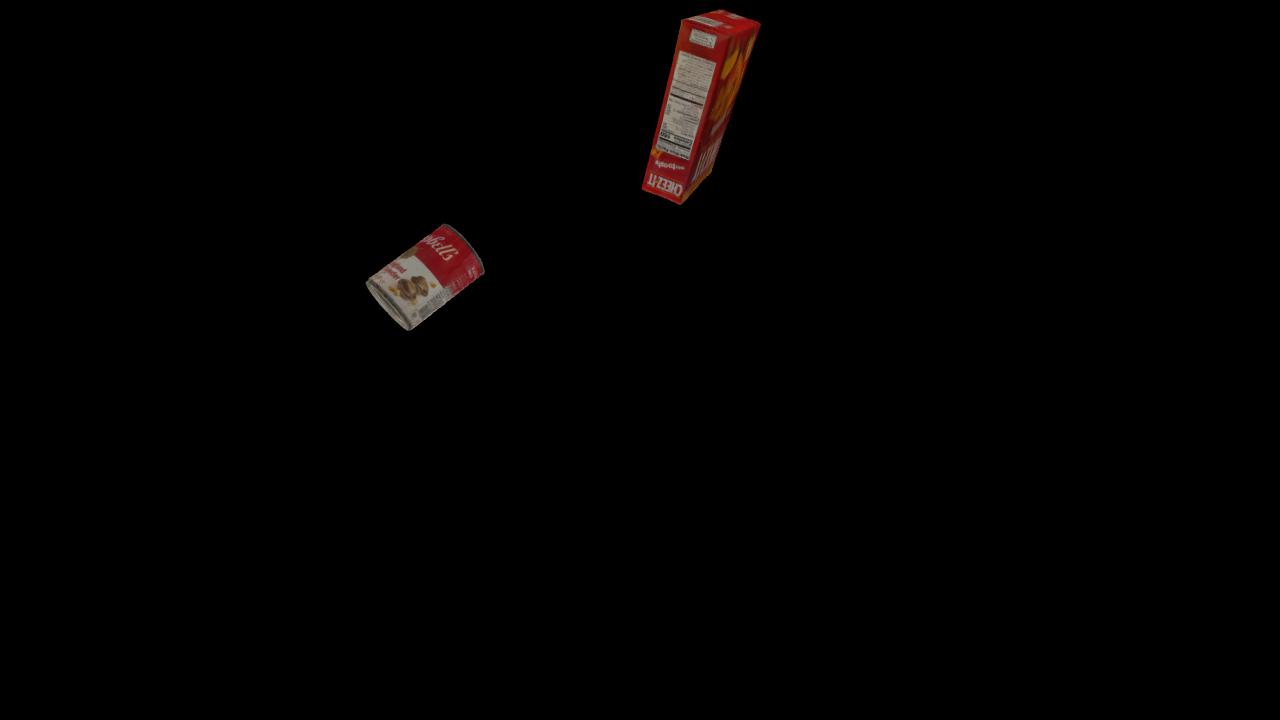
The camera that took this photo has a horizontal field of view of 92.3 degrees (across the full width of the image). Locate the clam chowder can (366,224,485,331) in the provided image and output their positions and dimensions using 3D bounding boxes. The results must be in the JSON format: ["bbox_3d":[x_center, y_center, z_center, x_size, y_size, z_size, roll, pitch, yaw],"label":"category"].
[{"bbox_3d":[-0.225,-0.087,0.649,0.102,0.068,0.068,-44,19,-20],"label":"clam chowder can"}]

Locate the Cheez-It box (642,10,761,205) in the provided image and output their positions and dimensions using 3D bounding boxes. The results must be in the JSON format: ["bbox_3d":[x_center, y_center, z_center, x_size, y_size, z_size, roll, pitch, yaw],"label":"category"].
[{"bbox_3d":[0.082,-0.348,0.847,0.071,0.223,0.166,25,38,9],"label":"Cheez-It box"}]
